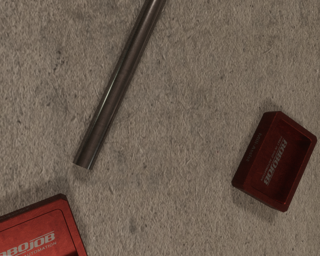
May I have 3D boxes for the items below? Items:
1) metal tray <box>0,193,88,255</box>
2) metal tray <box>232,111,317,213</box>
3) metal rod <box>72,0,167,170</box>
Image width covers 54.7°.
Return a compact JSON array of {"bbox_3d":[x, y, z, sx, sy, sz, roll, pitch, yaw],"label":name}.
[{"bbox_3d":[-0.156,0.141,0.348,0.131,0.030,0.089,-20,97,-19],"label":"metal tray"},{"bbox_3d":[0.177,0.050,0.473,0.090,0.030,0.130,31,80,-18],"label":"metal tray"},{"bbox_3d":[-0.037,-0.090,0.395,0.025,0.025,0.299,25,82,-19],"label":"metal rod"}]
